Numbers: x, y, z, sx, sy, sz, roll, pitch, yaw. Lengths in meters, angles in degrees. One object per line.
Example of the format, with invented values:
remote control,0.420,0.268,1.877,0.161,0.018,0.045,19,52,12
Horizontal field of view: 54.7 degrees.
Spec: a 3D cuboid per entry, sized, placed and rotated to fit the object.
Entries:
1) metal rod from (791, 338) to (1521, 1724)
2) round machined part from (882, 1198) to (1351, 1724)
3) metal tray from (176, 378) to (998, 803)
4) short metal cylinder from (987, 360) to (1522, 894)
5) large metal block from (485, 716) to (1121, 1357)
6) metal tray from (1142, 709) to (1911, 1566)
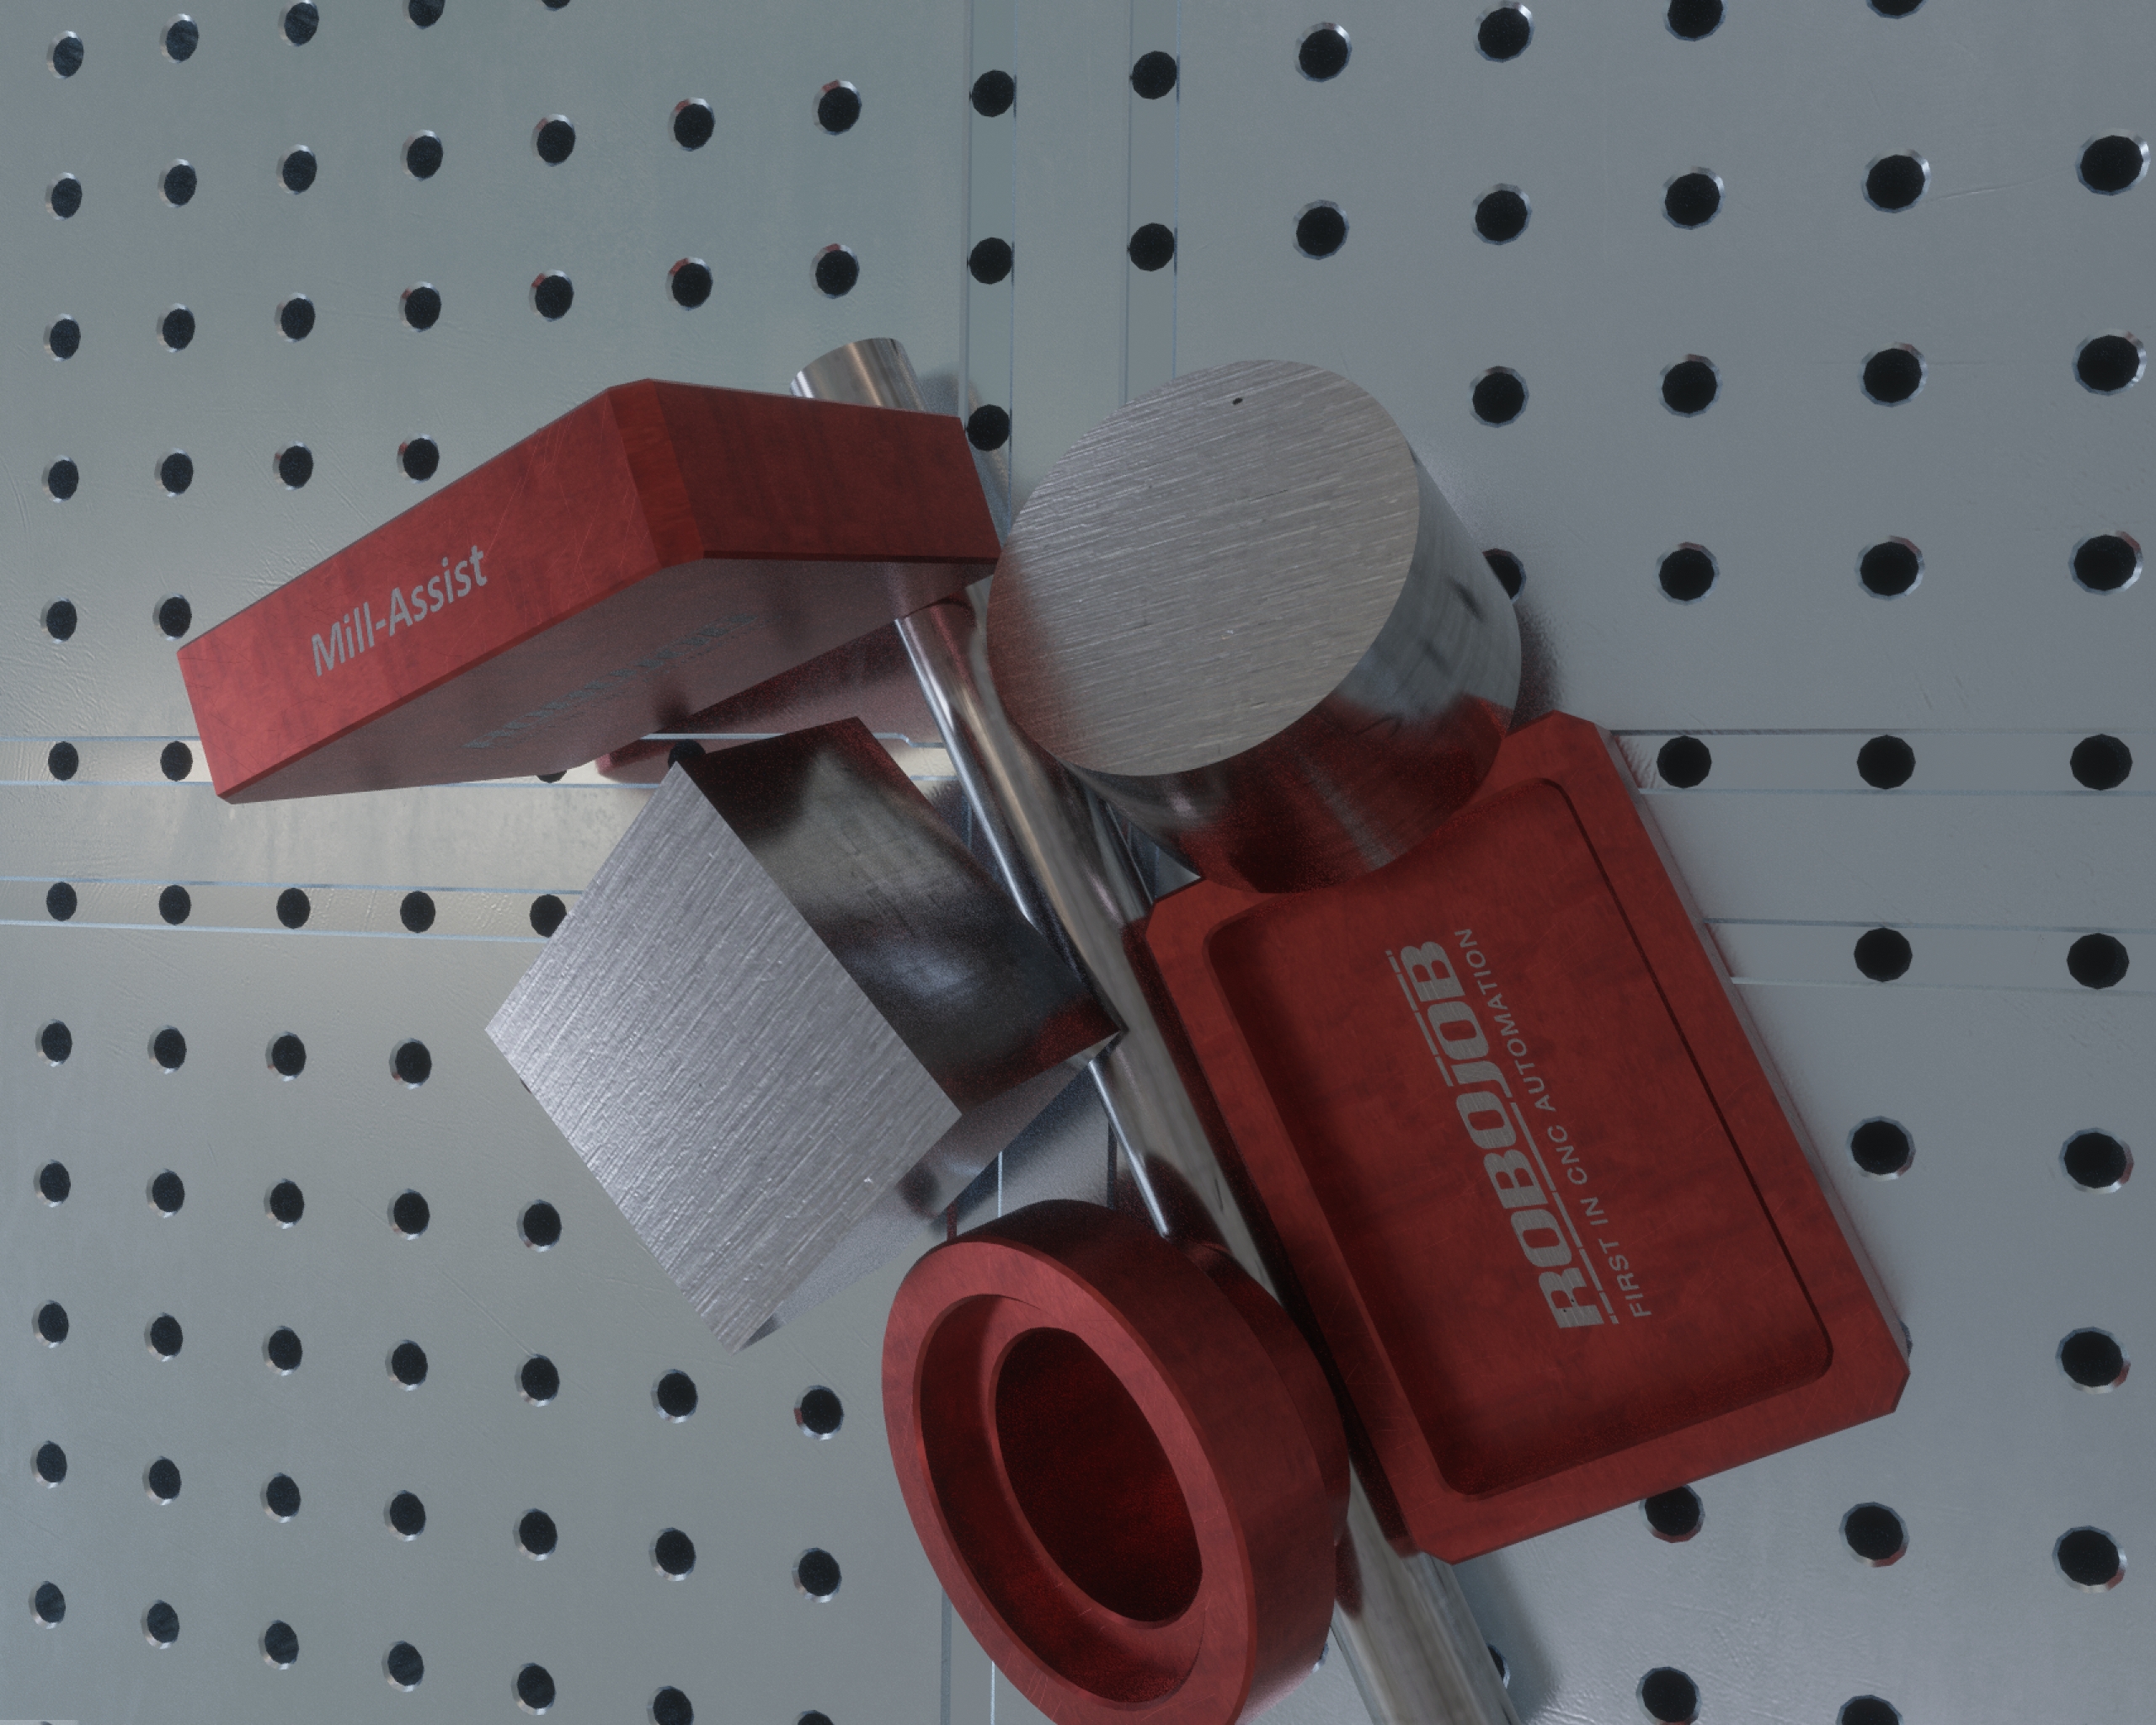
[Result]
metal rod,0.013,0.035,0.403,0.025,0.025,0.299,-27,81,18
round machined part,0.011,0.108,0.381,0.098,0.042,0.097,20,118,44
metal tray,-0.091,-0.047,0.391,0.130,0.091,0.030,-20,85,33
short metal cylinder,0.031,-0.041,0.369,0.080,0.050,0.080,-14,60,25
large metal block,-0.053,0.032,0.395,0.080,0.050,0.080,50,123,13
metal tray,0.079,0.049,0.378,0.090,0.030,0.129,-26,82,18
